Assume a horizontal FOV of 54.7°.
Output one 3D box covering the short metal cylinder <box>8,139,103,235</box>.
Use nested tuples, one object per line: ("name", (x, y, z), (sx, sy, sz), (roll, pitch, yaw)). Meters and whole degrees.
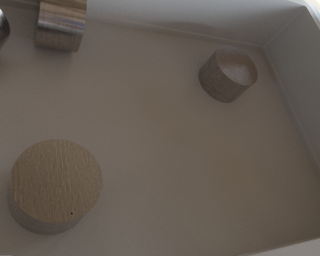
("short metal cylinder", (-0.102, 0.058, 0.300), (0.081, 0.050, 0.080), (14, 56, -21))

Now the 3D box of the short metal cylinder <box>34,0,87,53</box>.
("short metal cylinder", (-0.126, -0.139, 0.388), (0.050, 0.080, 0.080), (5, 59, -26))

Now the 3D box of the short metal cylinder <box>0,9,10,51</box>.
("short metal cylinder", (-0.207, -0.101, 0.320), (0.080, 0.080, 0.050), (22, 54, -16))

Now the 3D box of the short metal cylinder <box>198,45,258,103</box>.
("short metal cylinder", (0.111, -0.088, 0.505), (0.081, 0.050, 0.080), (14, 56, -21))
